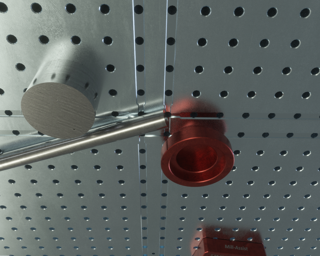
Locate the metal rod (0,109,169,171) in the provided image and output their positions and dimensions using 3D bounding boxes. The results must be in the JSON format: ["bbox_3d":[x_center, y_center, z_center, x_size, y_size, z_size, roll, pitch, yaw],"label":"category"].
[{"bbox_3d":[-0.135,0.025,0.430,0.301,0.025,0.025,-15,129,11],"label":"metal rod"}]

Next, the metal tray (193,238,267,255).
[{"bbox_3d":[0.141,0.270,0.640,0.131,0.030,0.089,9,130,-9],"label":"metal tray"}]

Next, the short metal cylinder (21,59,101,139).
[{"bbox_3d":[-0.114,-0.033,0.365,0.081,0.050,0.079,0,130,0],"label":"short metal cylinder"}]

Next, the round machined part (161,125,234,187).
[{"bbox_3d":[0.050,0.035,0.431,0.099,0.042,0.097,-1,130,0],"label":"round machined part"}]
